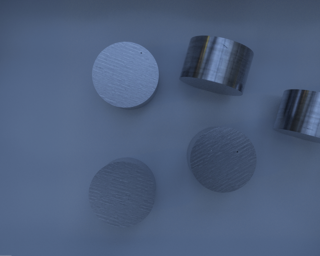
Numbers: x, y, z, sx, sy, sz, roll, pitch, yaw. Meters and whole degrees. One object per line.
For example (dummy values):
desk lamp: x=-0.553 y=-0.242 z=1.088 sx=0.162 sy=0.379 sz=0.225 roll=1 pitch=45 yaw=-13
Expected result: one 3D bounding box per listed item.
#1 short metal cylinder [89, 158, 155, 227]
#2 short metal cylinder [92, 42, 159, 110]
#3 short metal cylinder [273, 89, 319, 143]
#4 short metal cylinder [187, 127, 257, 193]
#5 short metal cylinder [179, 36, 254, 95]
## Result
short metal cylinder: x=-0.046 y=0.080 z=0.398 sx=0.081 sy=0.050 sz=0.080 roll=0 pitch=90 yaw=0
short metal cylinder: x=-0.042 y=-0.065 z=0.398 sx=0.081 sy=0.050 sz=0.080 roll=0 pitch=90 yaw=0
short metal cylinder: x=0.188 y=-0.012 z=0.385 sx=0.080 sy=0.080 sz=0.050 roll=16 pitch=90 yaw=0
short metal cylinder: x=0.077 y=0.038 z=0.399 sx=0.081 sy=0.050 sz=0.080 roll=0 pitch=90 yaw=0
short metal cylinder: x=0.069 y=-0.075 z=0.384 sx=0.080 sy=0.080 sz=0.050 roll=15 pitch=90 yaw=0
